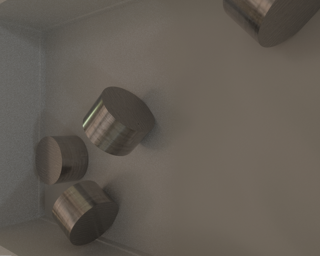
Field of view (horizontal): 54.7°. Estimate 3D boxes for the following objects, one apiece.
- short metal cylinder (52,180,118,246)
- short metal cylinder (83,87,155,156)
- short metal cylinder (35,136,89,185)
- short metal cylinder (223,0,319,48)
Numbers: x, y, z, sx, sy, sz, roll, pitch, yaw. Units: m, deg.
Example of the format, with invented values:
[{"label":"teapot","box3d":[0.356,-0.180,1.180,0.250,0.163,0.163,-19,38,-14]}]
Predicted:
[{"label":"short metal cylinder","box3d":[-0.110,0.125,0.459,0.050,0.081,0.079,37,113,33]},{"label":"short metal cylinder","box3d":[-0.055,-0.009,0.414,0.050,0.081,0.080,-48,62,29]},{"label":"short metal cylinder","box3d":[-0.167,0.053,0.525,0.080,0.050,0.079,0,90,39]},{"label":"short metal cylinder","box3d":[0.106,-0.122,0.283,0.080,0.081,0.050,-50,61,28]}]
